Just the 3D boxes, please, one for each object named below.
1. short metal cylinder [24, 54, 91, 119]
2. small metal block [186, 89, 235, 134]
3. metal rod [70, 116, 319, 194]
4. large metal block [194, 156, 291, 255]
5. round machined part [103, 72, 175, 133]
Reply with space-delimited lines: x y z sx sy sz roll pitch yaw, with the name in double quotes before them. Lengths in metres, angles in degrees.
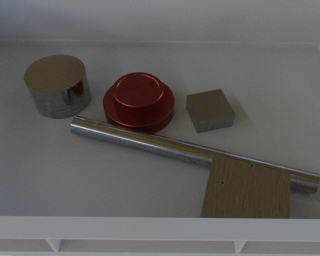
"short metal cylinder" -0.142 -0.059 0.437 0.081 0.050 0.080 0 50 0
"small metal block" 0.068 -0.024 0.426 0.050 0.025 0.050 -11 51 -10
"metal rod" 0.033 0.030 0.380 0.301 0.025 0.025 13 51 10
"large metal block" 0.085 0.083 0.320 0.080 0.050 0.080 12 51 10
"round machined part" -0.029 -0.039 0.427 0.099 0.042 0.098 0 50 0
